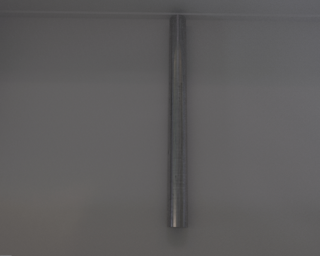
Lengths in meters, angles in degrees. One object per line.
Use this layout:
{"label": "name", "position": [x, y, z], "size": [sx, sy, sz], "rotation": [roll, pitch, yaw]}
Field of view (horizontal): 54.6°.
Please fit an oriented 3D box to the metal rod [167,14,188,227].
{"label": "metal rod", "position": [0.024, -0.023, 0.418], "size": [0.025, 0.025, 0.299], "rotation": [1, 70, 0]}
